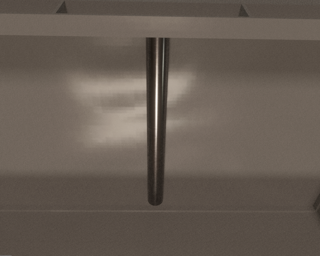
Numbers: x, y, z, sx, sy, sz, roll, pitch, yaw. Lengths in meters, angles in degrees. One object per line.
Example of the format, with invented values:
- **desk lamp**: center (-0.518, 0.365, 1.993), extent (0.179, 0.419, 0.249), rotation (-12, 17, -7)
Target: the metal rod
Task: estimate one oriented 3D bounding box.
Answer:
- **metal rod**: center (-0.005, 0.004, 0.412), extent (0.025, 0.025, 0.298), rotation (0, 130, -1)
